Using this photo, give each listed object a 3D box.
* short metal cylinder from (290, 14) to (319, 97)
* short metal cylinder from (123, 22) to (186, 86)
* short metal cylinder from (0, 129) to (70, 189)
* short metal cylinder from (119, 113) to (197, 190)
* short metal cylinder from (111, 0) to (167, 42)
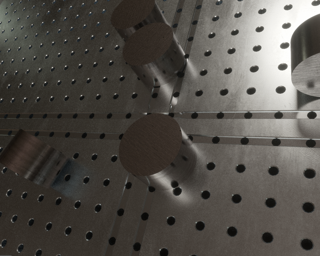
[{"bbox_3d":[0.181,-0.075,0.324,0.080,0.080,0.050,-3,61,26],"label":"short metal cylinder"},{"bbox_3d":[-0.008,-0.109,0.462,0.080,0.050,0.080,-13,56,21],"label":"short metal cylinder"},{"bbox_3d":[-0.176,0.043,0.437,0.080,0.080,0.050,21,73,35],"label":"short metal cylinder"},{"bbox_3d":[-0.002,0.029,0.374,0.080,0.050,0.080,-13,56,20],"label":"short metal cylinder"},{"bbox_3d":[-0.034,-0.178,0.518,0.080,0.050,0.080,-13,57,21],"label":"short metal cylinder"}]
